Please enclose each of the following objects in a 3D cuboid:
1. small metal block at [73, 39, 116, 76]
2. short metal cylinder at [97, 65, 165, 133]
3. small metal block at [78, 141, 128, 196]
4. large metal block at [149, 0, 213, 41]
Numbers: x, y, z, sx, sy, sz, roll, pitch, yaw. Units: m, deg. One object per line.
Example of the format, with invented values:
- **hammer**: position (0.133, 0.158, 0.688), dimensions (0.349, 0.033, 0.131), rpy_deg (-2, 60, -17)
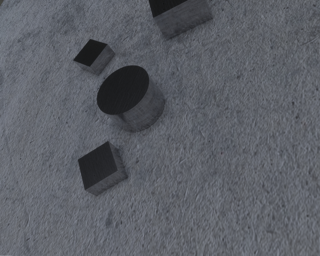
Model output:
- **small metal block**: position (-0.115, -0.124, 0.540), dimensions (0.050, 0.025, 0.050), rpy_deg (26, 75, 37)
- **short metal cylinder**: position (-0.040, -0.040, 0.434), dimensions (0.080, 0.050, 0.080), rpy_deg (-13, 56, 21)
- **small metal block**: position (-0.077, 0.054, 0.411), dimensions (0.050, 0.025, 0.050), rpy_deg (-31, 52, 7)
- **large metal block**: position (0.030, -0.199, 0.495), dimensions (0.080, 0.050, 0.080), rpy_deg (-22, 53, 14)
